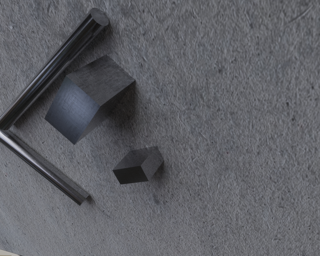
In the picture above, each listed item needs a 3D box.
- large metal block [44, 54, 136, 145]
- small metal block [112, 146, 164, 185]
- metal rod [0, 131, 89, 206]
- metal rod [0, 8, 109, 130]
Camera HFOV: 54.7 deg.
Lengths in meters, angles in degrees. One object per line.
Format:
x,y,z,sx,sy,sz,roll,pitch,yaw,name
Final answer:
-0.088,-0.037,0.393,0.050,0.080,0.080,42,129,-1,large metal block
-0.030,0.052,0.437,0.050,0.050,0.025,-13,112,33,small metal block
-0.253,0.038,0.560,0.300,0.025,0.025,38,129,2,metal rod
-0.172,-0.069,0.452,0.299,0.025,0.025,-31,101,37,metal rod
